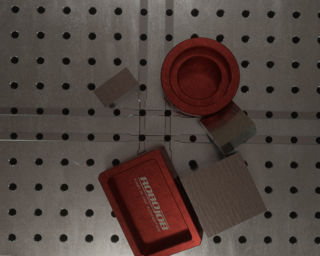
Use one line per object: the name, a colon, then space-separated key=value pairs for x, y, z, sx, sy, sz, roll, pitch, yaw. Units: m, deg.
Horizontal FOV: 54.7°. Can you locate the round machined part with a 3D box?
round machined part: x=0.050 y=-0.064 z=0.404 sx=0.099 sy=0.042 sz=0.097 roll=0 pitch=88 yaw=1

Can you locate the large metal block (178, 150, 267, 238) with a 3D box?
large metal block: x=0.078 y=0.081 z=0.402 sx=0.080 sy=0.050 sz=0.080 roll=-25 pitch=91 yaw=-1

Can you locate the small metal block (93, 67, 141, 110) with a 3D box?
small metal block: x=-0.054 y=-0.049 z=0.400 sx=0.050 sy=0.050 sz=0.025 roll=-36 pitch=90 yaw=0

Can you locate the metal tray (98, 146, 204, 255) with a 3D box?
metal tray: x=-0.011 y=0.099 z=0.400 sx=0.090 sy=0.030 sz=0.129 roll=-25 pitch=90 yaw=13

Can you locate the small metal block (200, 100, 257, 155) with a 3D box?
small metal block: x=0.088 y=-0.001 z=0.402 sx=0.050 sy=0.025 sz=0.050 roll=-34 pitch=54 yaw=-1
